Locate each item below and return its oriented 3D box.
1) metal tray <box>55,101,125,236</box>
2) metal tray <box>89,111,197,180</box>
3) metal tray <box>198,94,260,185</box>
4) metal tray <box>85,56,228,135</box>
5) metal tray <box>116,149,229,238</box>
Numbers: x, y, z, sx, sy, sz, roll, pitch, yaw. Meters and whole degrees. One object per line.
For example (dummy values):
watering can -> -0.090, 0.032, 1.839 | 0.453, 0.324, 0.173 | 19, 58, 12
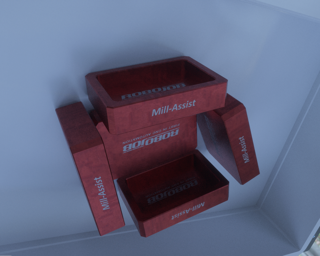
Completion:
metal tray -> -0.078, 0.046, 0.351 | 0.030, 0.090, 0.129 | -20, 126, -17
metal tray -> -0.017, 0.005, 0.398 | 0.131, 0.030, 0.089 | -18, 126, -18
metal tray -> 0.085, 0.006, 0.417 | 0.030, 0.090, 0.130 | -31, 129, -8
metal tray -> -0.005, -0.041, 0.337 | 0.131, 0.090, 0.030 | -15, 125, -21
metal tray -> 0.017, 0.084, 0.427 | 0.131, 0.090, 0.030 | -19, 126, -18
